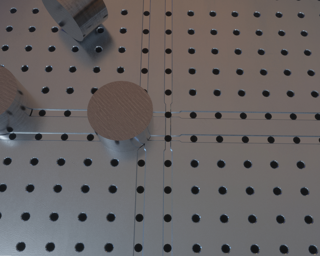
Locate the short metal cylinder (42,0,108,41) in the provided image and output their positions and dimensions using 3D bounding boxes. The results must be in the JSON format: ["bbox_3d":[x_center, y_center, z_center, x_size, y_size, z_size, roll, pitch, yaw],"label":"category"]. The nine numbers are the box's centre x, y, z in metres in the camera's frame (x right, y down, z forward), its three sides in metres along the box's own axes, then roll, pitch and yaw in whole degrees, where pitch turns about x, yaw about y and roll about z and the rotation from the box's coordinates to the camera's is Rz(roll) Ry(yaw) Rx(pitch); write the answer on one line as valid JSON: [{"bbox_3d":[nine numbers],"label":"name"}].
[{"bbox_3d":[-0.122,-0.173,0.444,0.080,0.080,0.050,39,75,12],"label":"short metal cylinder"}]

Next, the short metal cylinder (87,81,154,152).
[{"bbox_3d":[-0.049,-0.014,0.403,0.081,0.050,0.080,0,70,0],"label":"short metal cylinder"}]

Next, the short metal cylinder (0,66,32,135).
[{"bbox_3d":[-0.219,-0.037,0.409,0.081,0.050,0.080,0,70,-1],"label":"short metal cylinder"}]
